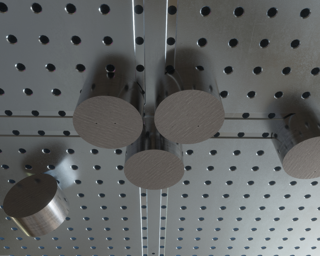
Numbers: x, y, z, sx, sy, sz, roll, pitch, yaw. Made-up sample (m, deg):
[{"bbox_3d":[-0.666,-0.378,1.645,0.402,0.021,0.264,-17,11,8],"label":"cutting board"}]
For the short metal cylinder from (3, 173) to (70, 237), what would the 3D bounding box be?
[{"bbox_3d":[-0.186,0.116,0.472,0.080,0.080,0.050,-8,130,6],"label":"short metal cylinder"}]

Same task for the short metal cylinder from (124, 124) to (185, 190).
[{"bbox_3d":[-0.008,0.041,0.430,0.081,0.050,0.079,-1,130,0],"label":"short metal cylinder"}]

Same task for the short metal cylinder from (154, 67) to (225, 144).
[{"bbox_3d":[0.034,-0.027,0.373,0.081,0.050,0.079,0,130,0],"label":"short metal cylinder"}]

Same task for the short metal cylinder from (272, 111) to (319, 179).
[{"bbox_3d":[0.200,0.024,0.419,0.081,0.050,0.079,0,130,0],"label":"short metal cylinder"}]

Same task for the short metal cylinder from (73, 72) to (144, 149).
[{"bbox_3d":[-0.060,-0.021,0.377,0.081,0.050,0.079,0,130,0],"label":"short metal cylinder"}]
